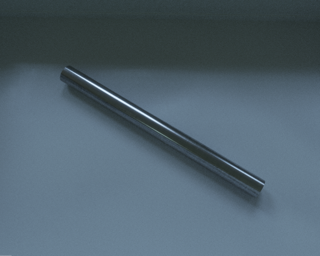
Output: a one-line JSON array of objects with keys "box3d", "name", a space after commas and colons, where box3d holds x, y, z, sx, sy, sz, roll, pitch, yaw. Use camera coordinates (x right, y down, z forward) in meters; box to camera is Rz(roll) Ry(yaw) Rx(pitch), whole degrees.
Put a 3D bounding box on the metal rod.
[{"box3d": [-0.004, 0.000, 0.407, 0.301, 0.025, 0.025, 31, 73, 10], "name": "metal rod"}]
